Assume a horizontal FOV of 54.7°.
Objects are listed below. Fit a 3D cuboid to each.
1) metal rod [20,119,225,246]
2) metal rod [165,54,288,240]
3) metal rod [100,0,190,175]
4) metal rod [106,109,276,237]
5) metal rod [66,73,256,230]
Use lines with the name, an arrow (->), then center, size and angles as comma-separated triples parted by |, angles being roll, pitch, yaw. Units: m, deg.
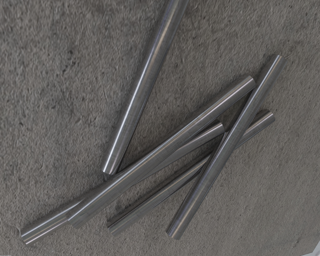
metal rod -> -0.043, 0.069, 0.425 | 0.301, 0.025, 0.025 | -29, 128, -10
metal rod -> 0.094, 0.030, 0.450 | 0.025, 0.025, 0.299 | 27, 95, -37
metal rod -> -0.009, -0.075, 0.355 | 0.025, 0.025, 0.298 | 11, 113, -33
metal rod -> 0.050, 0.066, 0.474 | 0.301, 0.025, 0.025 | -35, 129, -5
metal rod -> 0.008, 0.025, 0.409 | 0.301, 0.025, 0.025 | -38, 130, -9
